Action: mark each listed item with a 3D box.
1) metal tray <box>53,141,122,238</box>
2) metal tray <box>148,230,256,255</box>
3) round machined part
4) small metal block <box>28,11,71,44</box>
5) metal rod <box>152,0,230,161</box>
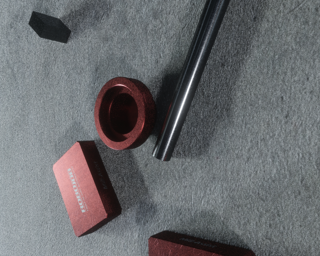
[{"bbox_3d":[-0.121,0.096,0.498,0.090,0.030,0.130,-40,66,32],"label":"metal tray"},{"bbox_3d":[0.045,0.179,0.363,0.130,0.030,0.089,-2,89,39],"label":"metal tray"},{"bbox_3d":[-0.043,-0.020,0.427,0.098,0.042,0.097,0,90,39],"label":"round machined part"},{"bbox_3d":[-0.194,-0.177,0.545,0.050,0.050,0.025,46,117,30],"label":"small metal block"},{"bbox_3d":[0.049,-0.098,0.362,0.025,0.025,0.298,31,109,35],"label":"metal rod"}]
